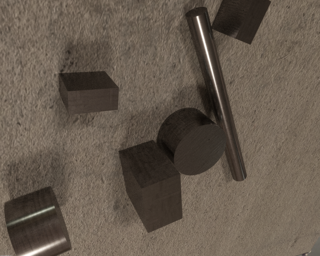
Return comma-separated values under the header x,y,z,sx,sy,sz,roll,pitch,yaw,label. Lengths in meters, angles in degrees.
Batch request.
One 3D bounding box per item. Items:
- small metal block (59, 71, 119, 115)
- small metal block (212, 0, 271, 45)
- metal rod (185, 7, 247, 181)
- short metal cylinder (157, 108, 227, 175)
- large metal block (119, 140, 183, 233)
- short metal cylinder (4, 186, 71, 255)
x,y,z,sx,sy,sz,roll,pitch,yaw,label
-0.076,-0.039,0.326,0.050,0.050,0.025,-8,122,-25,small metal block
0.093,-0.131,0.362,0.025,0.050,0.050,9,114,-33,small metal block
0.089,-0.024,0.442,0.025,0.025,0.299,-31,129,-9,metal rod
0.044,0.018,0.428,0.081,0.050,0.079,-14,125,-21,short metal cylinder
-0.012,0.076,0.413,0.050,0.080,0.079,-18,126,-19,large metal block
-0.142,0.115,0.366,0.050,0.080,0.079,-19,126,-18,short metal cylinder
